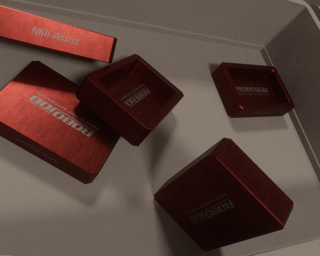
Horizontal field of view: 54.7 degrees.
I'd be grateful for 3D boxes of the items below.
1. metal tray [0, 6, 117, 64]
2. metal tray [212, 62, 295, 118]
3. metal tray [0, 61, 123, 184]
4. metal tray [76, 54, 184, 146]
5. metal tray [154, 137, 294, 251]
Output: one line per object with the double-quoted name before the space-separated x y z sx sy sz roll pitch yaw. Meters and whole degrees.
"metal tray" -0.125 -0.110 0.367 0.131 0.030 0.090 10 13 -23
"metal tray" 0.161 -0.065 0.530 0.131 0.030 0.090 -3 63 -30
"metal tray" -0.111 -0.008 0.348 0.130 0.030 0.090 32 51 -8
"metal tray" -0.030 -0.041 0.384 0.090 0.030 0.131 41 31 1
"metal tray" 0.058 0.076 0.325 0.090 0.129 0.030 46 51 3
